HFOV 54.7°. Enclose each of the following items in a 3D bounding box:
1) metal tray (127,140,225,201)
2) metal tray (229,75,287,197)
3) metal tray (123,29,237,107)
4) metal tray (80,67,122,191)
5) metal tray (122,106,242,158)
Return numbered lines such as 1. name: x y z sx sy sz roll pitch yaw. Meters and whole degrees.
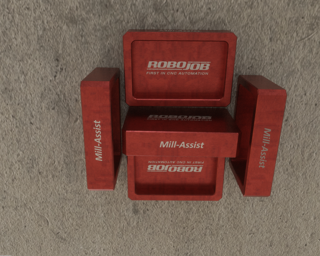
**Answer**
1. metal tray: 0.021 0.054 0.430 0.131 0.030 0.089 1 109 -1
2. metal tray: 0.114 0.007 0.380 0.030 0.090 0.129 1 110 0
3. metal tray: 0.023 -0.073 0.382 0.131 0.030 0.089 0 113 -1
4. metal tray: -0.067 -0.002 0.375 0.030 0.090 0.129 1 111 -1
5. metal tray: 0.024 0.002 0.379 0.131 0.090 0.030 1 111 -1
